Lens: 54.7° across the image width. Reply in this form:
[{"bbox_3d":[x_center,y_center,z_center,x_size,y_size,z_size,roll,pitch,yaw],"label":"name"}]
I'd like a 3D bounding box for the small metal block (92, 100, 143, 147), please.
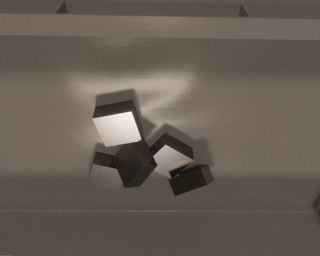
[{"bbox_3d":[-0.054,-0.005,0.404,0.050,0.025,0.050,-10,130,8],"label":"small metal block"}]

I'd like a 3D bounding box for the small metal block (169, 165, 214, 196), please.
[{"bbox_3d":[0.048,0.077,0.457,0.050,0.025,0.050,-24,170,19],"label":"small metal block"}]

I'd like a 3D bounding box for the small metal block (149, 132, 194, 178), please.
[{"bbox_3d":[0.012,0.041,0.444,0.050,0.025,0.050,30,124,-24],"label":"small metal block"}]

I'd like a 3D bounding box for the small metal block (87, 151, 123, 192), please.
[{"bbox_3d":[-0.078,0.066,0.464,0.050,0.025,0.050,14,129,-13],"label":"small metal block"}]

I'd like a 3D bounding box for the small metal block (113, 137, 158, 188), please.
[{"bbox_3d":[-0.036,0.047,0.428,0.025,0.050,0.050,3,136,-41],"label":"small metal block"}]
